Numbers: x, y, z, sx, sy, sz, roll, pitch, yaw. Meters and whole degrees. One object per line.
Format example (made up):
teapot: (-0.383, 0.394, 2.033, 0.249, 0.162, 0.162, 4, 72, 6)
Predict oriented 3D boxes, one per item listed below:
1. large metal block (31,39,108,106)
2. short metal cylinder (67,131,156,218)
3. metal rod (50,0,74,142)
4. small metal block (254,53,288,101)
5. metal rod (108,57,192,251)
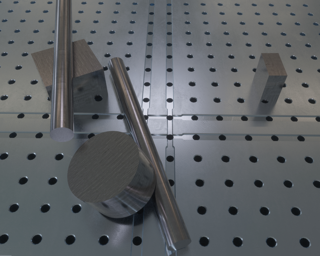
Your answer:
large metal block: (-0.132, -0.079, 0.457, 0.081, 0.050, 0.080, -22, 54, -18)
short metal cylinder: (-0.050, 0.050, 0.333, 0.080, 0.050, 0.080, -10, 55, 15)
metal rod: (-0.134, -0.105, 0.429, 0.025, 0.025, 0.300, -8, 50, -7)
small metal block: (0.161, -0.075, 0.455, 0.025, 0.050, 0.050, 0, 50, 0)
metal rod: (-0.025, 0.007, 0.401, 0.025, 0.025, 0.300, -13, 51, -11)
